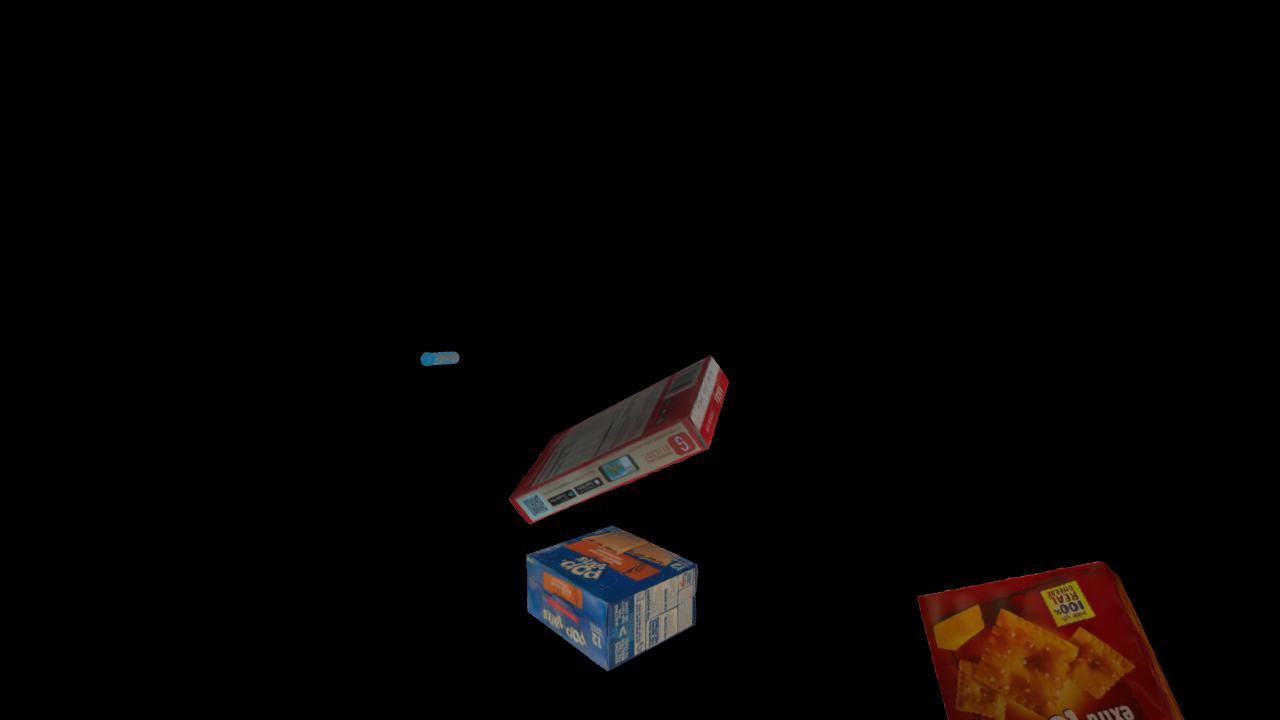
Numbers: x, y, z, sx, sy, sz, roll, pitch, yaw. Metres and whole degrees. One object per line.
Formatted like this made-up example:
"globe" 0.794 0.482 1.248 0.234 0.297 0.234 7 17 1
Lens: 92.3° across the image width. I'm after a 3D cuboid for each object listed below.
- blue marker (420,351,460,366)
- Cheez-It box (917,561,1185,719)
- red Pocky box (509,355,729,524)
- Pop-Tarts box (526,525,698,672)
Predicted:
"blue marker" -0.280 -0.002 0.866 0.020 0.020 0.121 0 1 0
"Cheez-It box" 0.349 0.301 0.514 0.166 0.223 0.071 -29 -44 35
"red Pocky box" -0.014 0.055 0.421 0.155 0.028 0.083 -28 16 29
"Pop-Tarts box" -0.037 0.280 0.755 0.141 0.083 0.167 -7 9 -40
